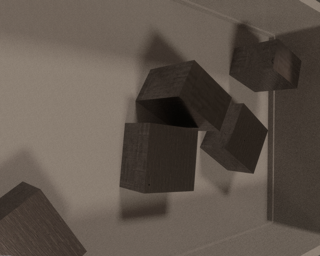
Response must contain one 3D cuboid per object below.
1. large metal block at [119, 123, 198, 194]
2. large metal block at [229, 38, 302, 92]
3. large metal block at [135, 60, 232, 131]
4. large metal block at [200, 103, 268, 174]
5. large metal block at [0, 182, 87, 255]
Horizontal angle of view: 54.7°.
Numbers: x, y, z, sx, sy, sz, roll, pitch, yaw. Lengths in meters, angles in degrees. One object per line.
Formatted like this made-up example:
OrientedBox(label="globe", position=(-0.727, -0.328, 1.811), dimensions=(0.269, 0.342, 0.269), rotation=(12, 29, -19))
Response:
OrientedBox(label="large metal block", position=(0.000, 0.037, 0.392), dimensions=(0.081, 0.050, 0.080), rotation=(7, 85, -40))
OrientedBox(label="large metal block", position=(0.178, -0.102, 0.523), dimensions=(0.080, 0.080, 0.050), rotation=(22, 76, -38))
OrientedBox(label="large metal block", position=(0.031, -0.037, 0.399), dimensions=(0.080, 0.080, 0.050), rotation=(36, 68, -35))
OrientedBox(label="large metal block", position=(0.120, 0.017, 0.494), dimensions=(0.080, 0.050, 0.080), rotation=(39, 66, -34))
OrientedBox(label="large metal block", position=(-0.130, 0.109, 0.283), dimensions=(0.080, 0.050, 0.080), rotation=(-41, 115, -32))
